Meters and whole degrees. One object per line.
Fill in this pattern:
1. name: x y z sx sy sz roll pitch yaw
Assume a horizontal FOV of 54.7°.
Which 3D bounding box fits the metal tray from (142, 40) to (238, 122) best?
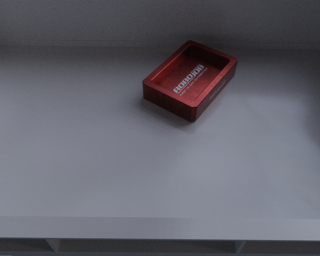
1. metal tray: 0.047 -0.075 0.465 0.090 0.030 0.131 29 55 21
